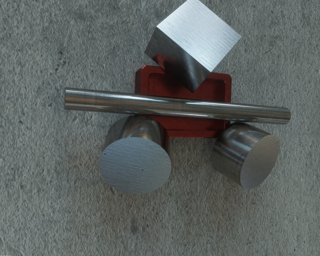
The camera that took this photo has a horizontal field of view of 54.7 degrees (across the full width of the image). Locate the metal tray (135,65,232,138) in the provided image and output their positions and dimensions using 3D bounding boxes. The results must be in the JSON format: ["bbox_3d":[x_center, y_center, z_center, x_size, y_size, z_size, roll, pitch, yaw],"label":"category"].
[{"bbox_3d":[0.032,-0.032,0.420,0.131,0.030,0.089,2,89,-20],"label":"metal tray"}]

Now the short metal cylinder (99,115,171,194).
[{"bbox_3d":[-0.027,0.031,0.367,0.081,0.050,0.079,0,120,0],"label":"short metal cylinder"}]

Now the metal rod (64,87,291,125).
[{"bbox_3d":[0.037,-0.025,0.392,0.302,0.025,0.025,3,89,-20],"label":"metal rod"}]

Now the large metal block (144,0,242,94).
[{"bbox_3d":[0.041,-0.105,0.389,0.080,0.050,0.080,41,60,0],"label":"large metal block"}]

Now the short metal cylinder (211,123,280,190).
[{"bbox_3d":[0.117,0.036,0.423,0.081,0.050,0.079,-20,123,-33],"label":"short metal cylinder"}]
